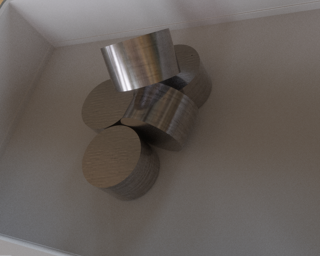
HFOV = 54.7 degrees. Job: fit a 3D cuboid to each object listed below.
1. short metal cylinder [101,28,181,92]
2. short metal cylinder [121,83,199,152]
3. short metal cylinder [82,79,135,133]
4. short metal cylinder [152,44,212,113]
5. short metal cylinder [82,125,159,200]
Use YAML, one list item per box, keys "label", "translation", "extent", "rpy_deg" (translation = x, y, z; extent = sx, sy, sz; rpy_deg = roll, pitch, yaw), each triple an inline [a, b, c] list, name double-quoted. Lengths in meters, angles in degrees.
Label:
- label: "short metal cylinder"
  translation: [-0.022, -0.078, 0.355]
  extent: [0.080, 0.050, 0.080]
  rpy_deg: [-15, 16, 5]
- label: "short metal cylinder"
  translation: [0.000, -0.012, 0.376]
  extent: [0.080, 0.080, 0.050]
  rpy_deg: [14, 69, 33]
- label: "short metal cylinder"
  translation: [-0.060, -0.022, 0.430]
  extent: [0.080, 0.050, 0.080]
  rpy_deg: [-13, 56, 20]
- label: "short metal cylinder"
  translation: [0.023, -0.064, 0.414]
  extent: [0.080, 0.050, 0.080]
  rpy_deg: [-13, 56, 20]
- label: "short metal cylinder"
  translation: [-0.048, 0.044, 0.384]
  extent: [0.080, 0.050, 0.080]
  rpy_deg: [-13, 56, 20]
